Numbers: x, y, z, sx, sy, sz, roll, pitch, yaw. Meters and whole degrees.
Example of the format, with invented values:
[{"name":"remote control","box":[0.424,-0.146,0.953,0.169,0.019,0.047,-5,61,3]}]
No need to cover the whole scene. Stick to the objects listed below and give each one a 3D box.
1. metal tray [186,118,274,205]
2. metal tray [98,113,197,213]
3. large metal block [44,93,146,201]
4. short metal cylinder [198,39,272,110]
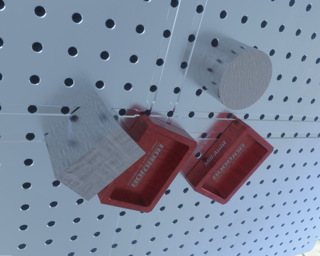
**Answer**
[{"name":"metal tray","box":[0.115,0.058,0.506,0.090,0.030,0.130,33,100,-38]},{"name":"metal tray","box":[-0.019,0.053,0.430,0.090,0.030,0.129,24,105,-37]},{"name":"large metal block","box":[-0.075,0.019,0.346,0.080,0.080,0.050,-40,130,-1]},{"name":"short metal cylinder","box":[0.097,-0.070,0.405,0.081,0.050,0.079,-14,124,-21]}]
